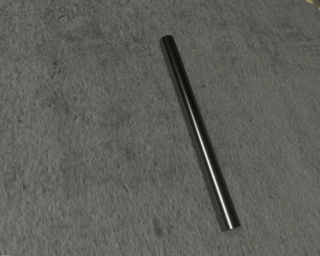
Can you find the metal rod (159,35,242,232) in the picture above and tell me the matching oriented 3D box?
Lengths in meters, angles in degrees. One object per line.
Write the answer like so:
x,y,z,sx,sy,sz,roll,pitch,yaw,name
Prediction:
0.049,-0.008,0.437,0.025,0.025,0.299,-2,63,-30,metal rod
